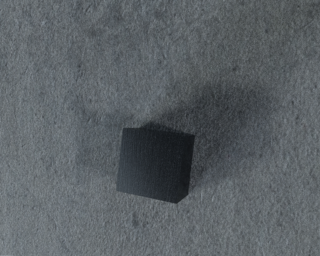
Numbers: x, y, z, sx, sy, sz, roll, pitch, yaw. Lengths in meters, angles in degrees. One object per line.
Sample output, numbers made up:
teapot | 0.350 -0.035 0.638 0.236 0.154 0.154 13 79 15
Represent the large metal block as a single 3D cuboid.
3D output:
large metal block | -0.005 0.044 0.398 0.080 0.050 0.080 8 93 20
